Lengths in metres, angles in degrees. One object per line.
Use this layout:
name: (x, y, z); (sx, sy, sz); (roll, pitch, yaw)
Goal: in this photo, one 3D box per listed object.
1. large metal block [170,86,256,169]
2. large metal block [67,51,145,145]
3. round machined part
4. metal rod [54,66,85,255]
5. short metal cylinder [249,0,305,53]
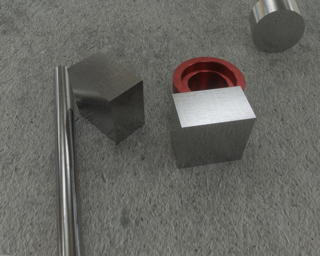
large metal block: (0.057, 0.001, 0.368); (0.081, 0.080, 0.050); (-8, 51, -7)
large metal block: (-0.067, -0.039, 0.399); (0.080, 0.080, 0.050); (37, 59, 26)
round machined part: (0.067, -0.054, 0.439); (0.099, 0.042, 0.098); (0, 50, 0)
metal rod: (-0.115, 0.027, 0.379); (0.025, 0.025, 0.300); (-10, 51, -9)
short metal cylinder: (0.193, -0.173, 0.516); (0.080, 0.080, 0.050); (3, 50, 2)
